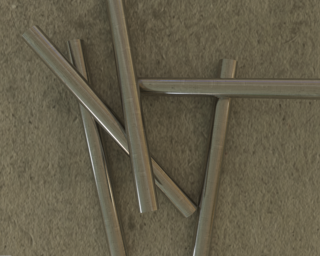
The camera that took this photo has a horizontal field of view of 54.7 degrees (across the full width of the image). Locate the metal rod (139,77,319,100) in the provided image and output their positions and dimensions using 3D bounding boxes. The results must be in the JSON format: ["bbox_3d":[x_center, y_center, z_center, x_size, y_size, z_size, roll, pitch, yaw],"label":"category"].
[{"bbox_3d":[0.111,-0.049,0.379,0.301,0.025,0.025,2,90,12],"label":"metal rod"}]

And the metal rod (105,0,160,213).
[{"bbox_3d":[-0.038,-0.049,0.383,0.025,0.025,0.298,-10,80,0],"label":"metal rod"}]

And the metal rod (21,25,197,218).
[{"bbox_3d":[-0.057,-0.002,0.390,0.025,0.025,0.300,-41,98,0],"label":"metal rod"}]

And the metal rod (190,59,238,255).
[{"bbox_3d":[0.069,0.059,0.411,0.025,0.025,0.298,8,90,-1],"label":"metal rod"}]

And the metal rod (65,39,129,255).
[{"bbox_3d":[-0.082,0.033,0.408,0.025,0.025,0.298,-12,90,0],"label":"metal rod"}]
